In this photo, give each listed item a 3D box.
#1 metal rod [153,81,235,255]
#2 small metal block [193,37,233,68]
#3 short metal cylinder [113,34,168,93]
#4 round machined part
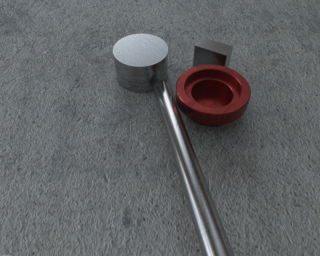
[{"bbox_3d":[0.029,0.036,0.338,0.025,0.025,0.300,-8,40,-7],"label":"metal rod"},{"bbox_3d":[0.080,-0.105,0.476,0.050,0.050,0.025,23,54,18],"label":"small metal block"},{"bbox_3d":[-0.028,-0.099,0.470,0.081,0.050,0.080,0,50,0],"label":"short metal cylinder"},{"bbox_3d":[0.071,-0.040,0.426,0.099,0.042,0.098,0,50,0],"label":"round machined part"}]
